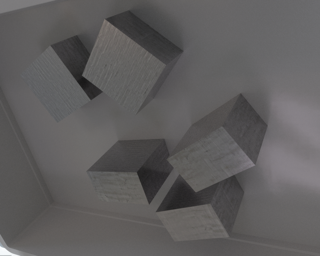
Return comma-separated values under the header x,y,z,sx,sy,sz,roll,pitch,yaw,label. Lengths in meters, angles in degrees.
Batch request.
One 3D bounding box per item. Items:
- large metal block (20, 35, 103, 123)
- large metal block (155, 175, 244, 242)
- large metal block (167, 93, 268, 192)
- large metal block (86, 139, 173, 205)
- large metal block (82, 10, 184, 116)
x,y,z,sx,sy,sz,roll,pitch,yaw,label
-0.127,-0.064,0.419,0.080,0.050,0.080,-26,105,37,large metal block
0.054,0.097,0.404,0.080,0.080,0.050,-20,108,35,large metal block
0.066,0.016,0.348,0.050,0.080,0.080,49,129,-7,large metal block
-0.039,0.058,0.429,0.080,0.080,0.050,-4,117,30,large metal block
-0.033,-0.075,0.363,0.080,0.050,0.080,38,129,3,large metal block
